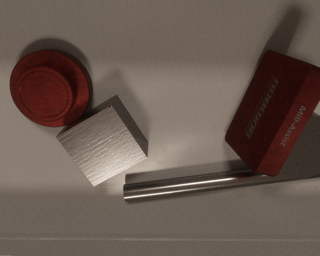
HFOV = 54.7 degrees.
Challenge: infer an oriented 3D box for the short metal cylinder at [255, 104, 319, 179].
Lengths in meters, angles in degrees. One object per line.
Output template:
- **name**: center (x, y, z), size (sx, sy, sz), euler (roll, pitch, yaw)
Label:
- **short metal cylinder**: center (0.164, 0.015, 0.377), size (0.081, 0.050, 0.079), euler (-2, 112, -5)

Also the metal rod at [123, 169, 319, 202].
- **metal rod**: center (0.099, 0.073, 0.439), size (0.302, 0.025, 0.025), euler (-8, 110, 2)

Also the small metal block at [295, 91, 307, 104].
- **small metal block**: center (0.155, -0.027, 0.397), size (0.050, 0.025, 0.050), euler (0, 113, -15)

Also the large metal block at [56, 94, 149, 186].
- **large metal block**: center (-0.071, 0.015, 0.403), size (0.080, 0.050, 0.080), euler (-29, 108, 10)

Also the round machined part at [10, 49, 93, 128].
- **round machined part**: center (-0.137, -0.046, 0.383), size (0.099, 0.042, 0.097), euler (0, 110, -1)

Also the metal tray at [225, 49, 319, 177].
- **metal tray**: center (0.132, -0.020, 0.368), size (0.030, 0.090, 0.129), euler (15, 110, -19)
